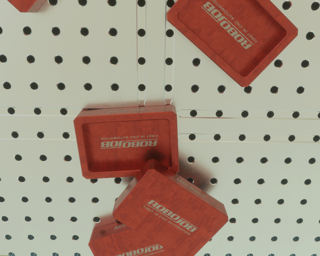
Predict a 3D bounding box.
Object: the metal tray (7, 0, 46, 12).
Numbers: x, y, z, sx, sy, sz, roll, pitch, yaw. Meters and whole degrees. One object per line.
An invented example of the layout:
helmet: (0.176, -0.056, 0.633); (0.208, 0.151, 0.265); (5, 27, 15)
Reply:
metal tray: (-0.167, -0.203, 0.333); (0.130, 0.030, 0.090); (43, 104, -15)

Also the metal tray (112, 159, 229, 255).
metal tray: (0.014, 0.113, 0.420); (0.130, 0.030, 0.090); (35, 106, -13)

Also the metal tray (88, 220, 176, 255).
metal tray: (-0.032, 0.183, 0.478); (0.131, 0.030, 0.090); (-18, 109, 6)

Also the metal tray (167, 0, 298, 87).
metal tray: (0.083, -0.123, 0.366); (0.130, 0.030, 0.090); (38, 105, -14)

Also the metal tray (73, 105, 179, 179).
metal tray: (-0.042, 0.019, 0.417); (0.131, 0.030, 0.089); (-3, 110, 0)
